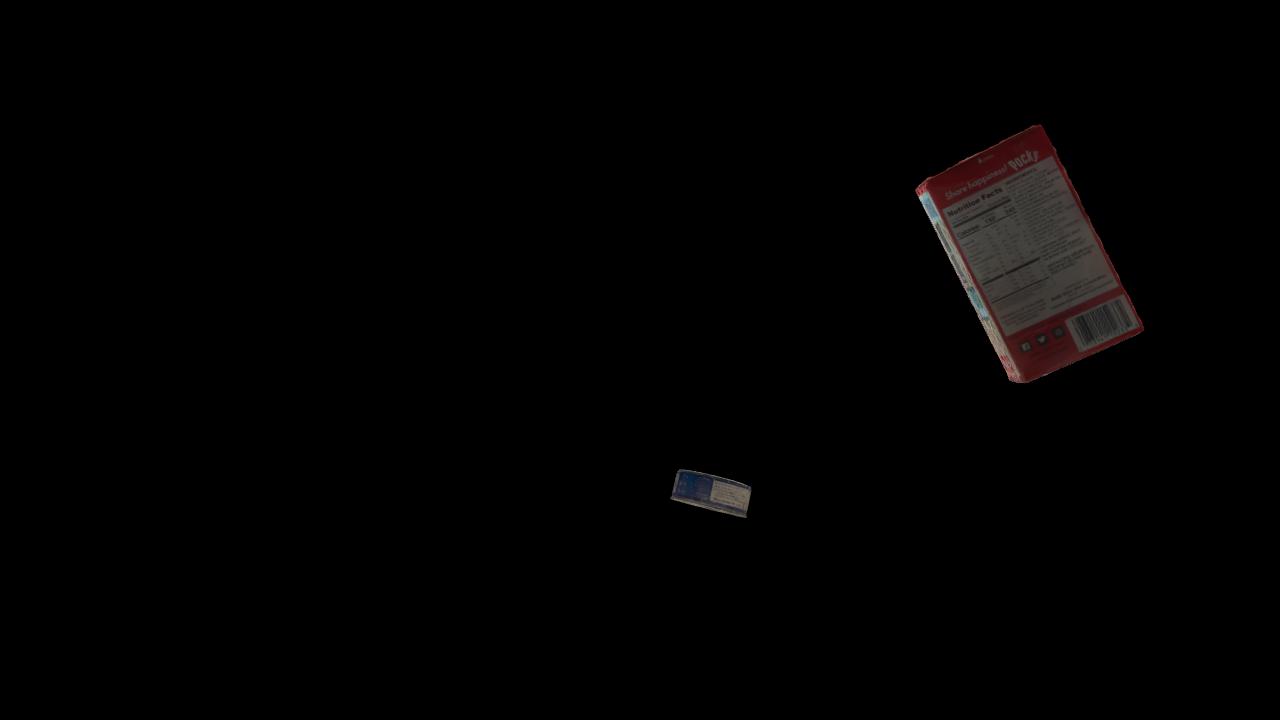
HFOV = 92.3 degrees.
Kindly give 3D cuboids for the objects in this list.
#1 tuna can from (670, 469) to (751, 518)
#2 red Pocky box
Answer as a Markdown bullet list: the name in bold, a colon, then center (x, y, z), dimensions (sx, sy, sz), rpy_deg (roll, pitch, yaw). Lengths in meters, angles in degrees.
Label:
- **tuna can**: center (0.077, 0.144, 0.666), dimensions (0.084, 0.034, 0.084), rpy_deg (13, -13, 3)
- **red Pocky box**: center (0.263, -0.071, 0.421), dimensions (0.083, 0.155, 0.028), rpy_deg (-26, -1, 10)
